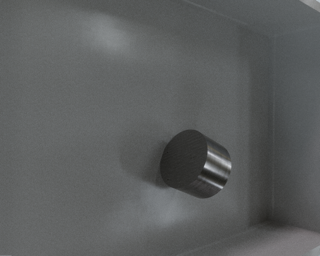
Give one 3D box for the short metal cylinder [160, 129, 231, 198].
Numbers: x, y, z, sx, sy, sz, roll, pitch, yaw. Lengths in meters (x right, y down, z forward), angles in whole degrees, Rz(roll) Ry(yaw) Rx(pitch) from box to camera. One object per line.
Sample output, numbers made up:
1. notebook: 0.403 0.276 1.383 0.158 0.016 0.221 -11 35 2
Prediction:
1. short metal cylinder: 0.047 0.048 0.412 0.050 0.080 0.080 30 72 -37
